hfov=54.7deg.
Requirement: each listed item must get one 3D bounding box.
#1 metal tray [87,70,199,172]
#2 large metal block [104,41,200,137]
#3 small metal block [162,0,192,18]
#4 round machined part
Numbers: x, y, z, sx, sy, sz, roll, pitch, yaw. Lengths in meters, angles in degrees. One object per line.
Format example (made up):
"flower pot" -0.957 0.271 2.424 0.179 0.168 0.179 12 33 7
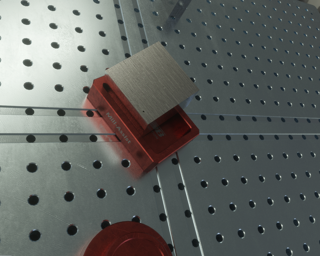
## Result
"metal tray" -0.020 -0.019 0.406 0.091 0.030 0.130 -32 80 -38
"large metal block" -0.013 -0.047 0.386 0.080 0.050 0.080 -35 81 -22
"small metal block" 0.029 -0.234 0.553 0.025 0.050 0.050 -5 65 -31
"round machined part" -0.028 0.139 0.299 0.099 0.042 0.098 14 56 -21
